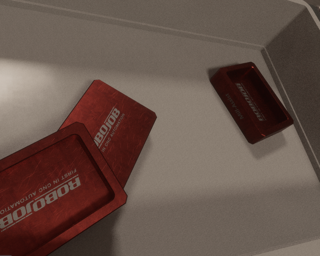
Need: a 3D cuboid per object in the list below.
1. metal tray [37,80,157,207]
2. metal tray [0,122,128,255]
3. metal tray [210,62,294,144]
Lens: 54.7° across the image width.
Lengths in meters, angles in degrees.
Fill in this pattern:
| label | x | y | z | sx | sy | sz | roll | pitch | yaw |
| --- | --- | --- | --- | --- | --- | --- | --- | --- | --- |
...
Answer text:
| label | x | y | z | sx | sy | sz | roll | pitch | yaw |
| --- | --- | --- | --- | --- | --- | --- | --- | --- | --- |
| metal tray | -0.067 | 0.014 | 0.359 | 0.090 | 0.030 | 0.130 | 31 | 52 | -9 |
| metal tray | -0.108 | 0.063 | 0.278 | 0.131 | 0.030 | 0.090 | -30 | 87 | -24 |
| metal tray | 0.153 | -0.045 | 0.514 | 0.091 | 0.030 | 0.130 | -18 | 71 | -35 |
